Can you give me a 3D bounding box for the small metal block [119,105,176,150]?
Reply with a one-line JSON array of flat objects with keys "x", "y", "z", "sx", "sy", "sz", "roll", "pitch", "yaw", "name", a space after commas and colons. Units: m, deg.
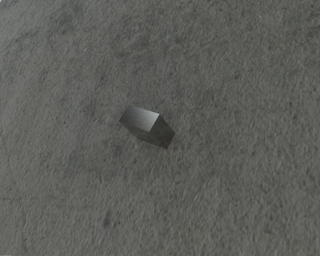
[{"x": -0.016, "y": -0.001, "z": 0.395, "sx": 0.050, "sy": 0.050, "sz": 0.025, "roll": 18, "pitch": 72, "yaw": 35, "name": "small metal block"}]
